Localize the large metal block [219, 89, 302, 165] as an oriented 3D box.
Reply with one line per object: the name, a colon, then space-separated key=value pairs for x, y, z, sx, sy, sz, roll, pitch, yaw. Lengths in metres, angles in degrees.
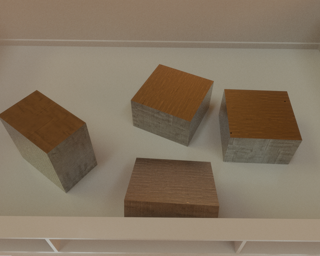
large metal block: x=0.121 y=-0.002 z=0.393 sx=0.081 sy=0.050 sz=0.080 roll=2 pitch=50 yaw=1

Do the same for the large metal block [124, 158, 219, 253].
large metal block: x=0.011 y=0.072 z=0.307 sx=0.080 sy=0.050 sz=0.080 roll=3 pitch=21 yaw=2

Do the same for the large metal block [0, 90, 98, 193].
large metal block: x=-0.124 y=0.016 z=0.354 sx=0.080 sy=0.080 sz=0.050 roll=31 pitch=57 yaw=23

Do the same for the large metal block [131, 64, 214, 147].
large metal block: x=0.017 y=-0.032 z=0.416 sx=0.080 sy=0.050 sz=0.080 roll=21 pitch=53 yaw=16

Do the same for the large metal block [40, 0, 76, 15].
large metal block: x=-0.213 y=-0.282 z=0.607 sx=0.050 sy=0.080 sz=0.080 roll=-27 pitch=56 yaw=-21
